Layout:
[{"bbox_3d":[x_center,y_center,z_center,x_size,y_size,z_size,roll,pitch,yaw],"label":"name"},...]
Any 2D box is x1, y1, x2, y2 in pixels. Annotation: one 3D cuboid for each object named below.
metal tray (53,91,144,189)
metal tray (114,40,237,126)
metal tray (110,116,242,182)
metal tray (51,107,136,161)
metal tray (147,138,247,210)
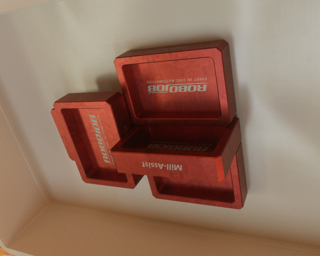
[{"bbox_3d":[-0.079,0.017,0.414,0.090,0.030,0.129,1,119,27],"label":"metal tray"},{"bbox_3d":[0.018,-0.049,0.363,0.130,0.030,0.089,1,119,27],"label":"metal tray"},{"bbox_3d":[0.020,0.019,0.363,0.130,0.090,0.030,1,119,27],"label":"metal tray"},{"bbox_3d":[-0.087,0.006,0.449,0.130,0.030,0.089,0,119,27],"label":"metal tray"},{"bbox_3d":[0.045,0.057,0.414,0.130,0.030,0.089,1,119,27],"label":"metal tray"}]
